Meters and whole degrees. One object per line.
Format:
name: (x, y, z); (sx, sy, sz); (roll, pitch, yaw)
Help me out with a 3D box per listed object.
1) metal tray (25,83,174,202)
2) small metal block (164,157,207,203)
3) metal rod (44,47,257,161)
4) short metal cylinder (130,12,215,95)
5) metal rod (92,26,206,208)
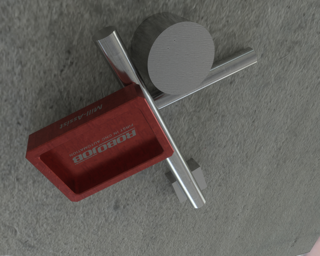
metal tray: (-0.061, 0.019, 0.335); (0.130, 0.030, 0.090); (-26, 129, 3)
small metal block: (0.041, 0.082, 0.483); (0.050, 0.025, 0.050); (-30, 129, -10)
metal rod: (-0.009, -0.032, 0.385); (0.302, 0.025, 0.025); (-26, 128, -12)
short metal cylinder: (0.013, -0.084, 0.348); (0.081, 0.050, 0.079); (-14, 125, -21)
metal rod: (0.003, 0.012, 0.387); (0.025, 0.025, 0.299); (-34, 129, -6)
